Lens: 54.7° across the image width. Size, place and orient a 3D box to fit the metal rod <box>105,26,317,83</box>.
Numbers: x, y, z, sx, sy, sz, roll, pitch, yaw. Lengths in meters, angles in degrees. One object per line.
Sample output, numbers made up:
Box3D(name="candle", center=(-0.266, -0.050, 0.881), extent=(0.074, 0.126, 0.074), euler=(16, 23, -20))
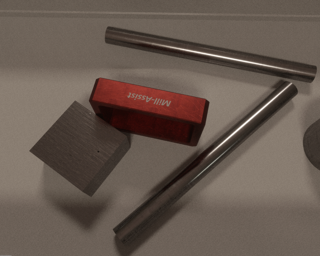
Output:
Box3D(name="metal rod", center=(0.070, -0.107, 0.449), extent=(0.302, 0.025, 0.025), euler=(12, 71, 4))

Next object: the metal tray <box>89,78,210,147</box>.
Box3D(name="metal tray", center=(-0.012, -0.016, 0.380), extent=(0.131, 0.090, 0.030), euler=(12, 71, 4))

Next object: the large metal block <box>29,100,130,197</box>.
Box3D(name="large metal block", center=(-0.095, 0.027, 0.386), extent=(0.080, 0.050, 0.080), euler=(34, 73, 11))

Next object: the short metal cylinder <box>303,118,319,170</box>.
Box3D(name="short metal cylinder", center=(0.233, 0.017, 0.393), extent=(0.081, 0.050, 0.080), euler=(0, 70, 0))

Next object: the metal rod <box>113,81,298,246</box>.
Box3D(name="metal rod", center=(0.067, 0.037, 0.397), extent=(0.301, 0.025, 0.025), euler=(-39, 75, -13))
